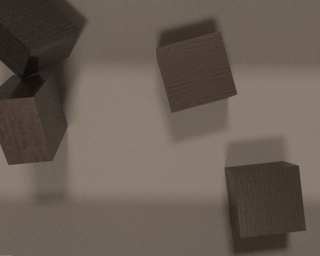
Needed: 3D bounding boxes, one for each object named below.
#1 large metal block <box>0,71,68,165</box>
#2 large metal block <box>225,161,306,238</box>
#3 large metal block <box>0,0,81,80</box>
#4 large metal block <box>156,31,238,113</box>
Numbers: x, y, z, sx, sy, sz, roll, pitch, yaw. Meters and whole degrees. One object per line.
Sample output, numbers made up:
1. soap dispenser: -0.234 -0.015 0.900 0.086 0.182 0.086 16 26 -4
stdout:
1. large metal block: -0.152 -0.014 0.368 0.050 0.080 0.079 -5 119 0
2. large metal block: 0.133 0.090 0.401 0.081 0.050 0.079 -6 90 -1
3. large metal block: -0.160 -0.117 0.376 0.080 0.080 0.050 43 133 0
4. large metal block: 0.045 -0.069 0.400 0.080 0.050 0.080 -15 90 -1
